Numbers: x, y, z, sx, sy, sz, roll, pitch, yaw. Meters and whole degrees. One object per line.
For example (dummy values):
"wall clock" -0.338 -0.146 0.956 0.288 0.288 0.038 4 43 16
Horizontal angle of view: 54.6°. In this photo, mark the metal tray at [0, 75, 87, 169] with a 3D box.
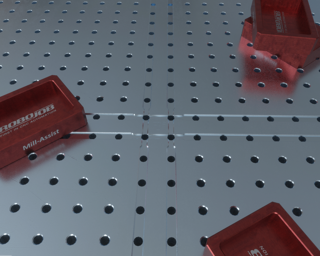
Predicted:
"metal tray" -0.177 -0.013 0.414 0.131 0.030 0.090 -30 56 -23

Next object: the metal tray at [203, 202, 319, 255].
"metal tray" 0.112 0.144 0.284 0.091 0.030 0.130 -22 54 -18

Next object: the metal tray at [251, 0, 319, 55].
"metal tray" 0.201 -0.176 0.513 0.090 0.030 0.130 7 50 6

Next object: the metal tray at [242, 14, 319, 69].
"metal tray" 0.222 -0.164 0.543 0.091 0.030 0.130 -31 57 -24
